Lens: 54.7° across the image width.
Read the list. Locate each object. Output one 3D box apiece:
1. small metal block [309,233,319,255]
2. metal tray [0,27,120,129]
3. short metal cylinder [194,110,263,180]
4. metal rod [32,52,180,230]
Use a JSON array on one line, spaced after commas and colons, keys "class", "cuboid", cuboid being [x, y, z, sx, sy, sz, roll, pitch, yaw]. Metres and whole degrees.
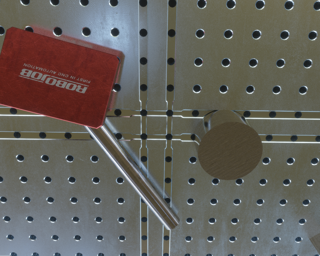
[{"class": "small metal block", "cuboid": [0.264, 0.197, 0.475, 0.025, 0.050, 0.050, -37, 106, 12]}, {"class": "metal tray", "cuboid": [-0.123, -0.058, 0.373, 0.131, 0.030, 0.090, 15, 91, -6]}, {"class": "short metal cylinder", "cuboid": [0.087, 0.021, 0.408, 0.081, 0.050, 0.079, 0, 110, 0]}, {"class": "metal rod", "cuboid": [-0.064, 0.027, 0.422, 0.025, 0.025, 0.299, -32, 107, 11]}]
